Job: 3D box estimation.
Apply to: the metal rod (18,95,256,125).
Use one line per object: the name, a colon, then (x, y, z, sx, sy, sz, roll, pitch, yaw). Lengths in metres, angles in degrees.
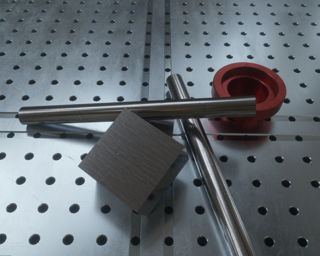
metal rod: (-0.036, -0.021, 0.393, 0.301, 0.025, 0.025, -2, 50, 10)

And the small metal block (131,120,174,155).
small metal block: (-0.008, 0.008, 0.401, 0.050, 0.025, 0.050, 5, 50, 3)

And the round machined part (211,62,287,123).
round machined part: (0.122, -0.046, 0.437, 0.099, 0.042, 0.098, 0, 50, 0)

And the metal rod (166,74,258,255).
metal rod: (0.056, 0.039, 0.375, 0.025, 0.025, 0.300, -10, 51, -9)

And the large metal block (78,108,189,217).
large metal block: (-0.026, 0.038, 0.340, 0.080, 0.050, 0.080, 33, 78, 20)
